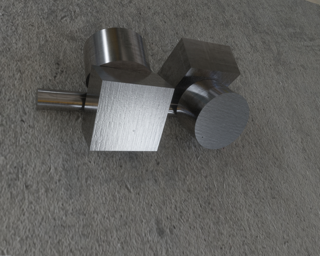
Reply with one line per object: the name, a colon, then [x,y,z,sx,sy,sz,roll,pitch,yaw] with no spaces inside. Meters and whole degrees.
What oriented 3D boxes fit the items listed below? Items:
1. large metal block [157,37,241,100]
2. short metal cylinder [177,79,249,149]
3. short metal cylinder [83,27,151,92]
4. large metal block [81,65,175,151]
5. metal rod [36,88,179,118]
large metal block: [0.053,-0.078,0.445,0.081,0.080,0.050,1,61,-28]
short metal cylinder: [0.069,-0.019,0.411,0.081,0.079,0.050,2,26,-27]
short metal cylinder: [-0.053,-0.078,0.388,0.081,0.080,0.050,3,60,-27]
large metal block: [-0.039,-0.021,0.354,0.081,0.079,0.050,3,26,-27]
metal rod: [-0.006,-0.028,0.421,0.303,0.025,0.025,2,61,-27]
